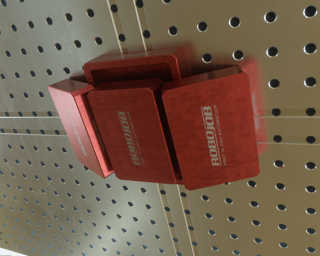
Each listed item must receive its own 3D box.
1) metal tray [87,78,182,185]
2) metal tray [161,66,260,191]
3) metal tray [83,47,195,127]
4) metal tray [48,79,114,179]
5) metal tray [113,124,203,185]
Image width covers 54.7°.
[{"bbox_3d":[-0.028,0.007,0.386,0.090,0.030,0.129,0,118,28],"label":"metal tray"},{"bbox_3d":[0.059,0.004,0.354,0.090,0.030,0.129,-13,115,3],"label":"metal tray"},{"bbox_3d":[-0.025,-0.048,0.390,0.130,0.030,0.089,0,119,27],"label":"metal tray"},{"bbox_3d":[-0.106,0.000,0.438,0.090,0.030,0.129,19,131,49],"label":"metal tray"},{"bbox_3d":[-0.004,0.031,0.429,0.130,0.030,0.089,0,119,27],"label":"metal tray"}]
